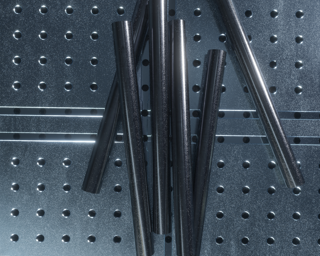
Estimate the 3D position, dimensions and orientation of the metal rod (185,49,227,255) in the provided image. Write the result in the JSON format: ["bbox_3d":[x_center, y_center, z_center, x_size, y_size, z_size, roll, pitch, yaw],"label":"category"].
[{"bbox_3d":[0.057,0.046,0.413,0.025,0.025,0.298,8,90,0],"label":"metal rod"}]

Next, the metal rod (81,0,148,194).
[{"bbox_3d":[-0.050,-0.060,0.412,0.025,0.025,0.299,16,90,0],"label":"metal rod"}]

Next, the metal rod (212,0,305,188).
[{"bbox_3d":[0.126,-0.064,0.414,0.025,0.025,0.299,-22,90,0],"label":"metal rod"}]

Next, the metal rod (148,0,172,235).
[{"bbox_3d":[0.000,-0.012,0.404,0.025,0.025,0.298,-1,94,0],"label":"metal rod"}]

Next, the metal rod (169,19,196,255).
[{"bbox_3d":[0.027,0.009,0.401,0.025,0.025,0.299,-2,85,0],"label":"metal rod"}]

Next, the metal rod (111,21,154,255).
[{"bbox_3d":[-0.033,0.019,0.397,0.025,0.025,0.298,-5,96,0],"label":"metal rod"}]
